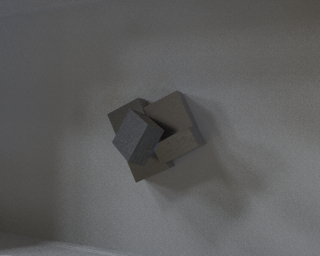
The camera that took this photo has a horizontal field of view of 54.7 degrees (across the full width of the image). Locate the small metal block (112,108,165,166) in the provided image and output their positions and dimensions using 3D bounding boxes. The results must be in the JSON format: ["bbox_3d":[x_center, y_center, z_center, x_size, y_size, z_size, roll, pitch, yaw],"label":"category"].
[{"bbox_3d":[-0.028,0.011,0.378,0.050,0.025,0.050,40,105,50],"label":"small metal block"}]

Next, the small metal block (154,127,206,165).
[{"bbox_3d":[0.025,0.021,0.386,0.050,0.050,0.025,-29,81,16],"label":"small metal block"}]

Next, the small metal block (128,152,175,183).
[{"bbox_3d":[-0.016,0.039,0.414,0.050,0.025,0.050,-26,82,17],"label":"small metal block"}]

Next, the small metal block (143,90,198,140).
[{"bbox_3d":[0.014,-0.014,0.403,0.050,0.025,0.050,-26,82,17],"label":"small metal block"}]

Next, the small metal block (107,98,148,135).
[{"bbox_3d":[-0.036,-0.007,0.421,0.050,0.025,0.050,-26,82,17],"label":"small metal block"}]
